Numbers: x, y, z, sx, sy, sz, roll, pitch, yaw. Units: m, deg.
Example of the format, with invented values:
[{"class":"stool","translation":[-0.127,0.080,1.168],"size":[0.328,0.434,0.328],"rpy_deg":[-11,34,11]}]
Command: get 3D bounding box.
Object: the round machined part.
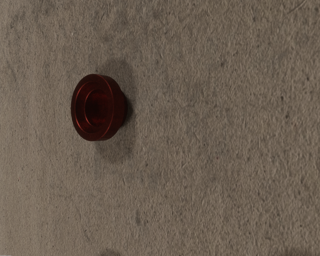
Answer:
[{"class":"round machined part","translation":[-0.087,-0.029,0.463],"size":[0.098,0.042,0.097],"rpy_deg":[0,90,39]}]
